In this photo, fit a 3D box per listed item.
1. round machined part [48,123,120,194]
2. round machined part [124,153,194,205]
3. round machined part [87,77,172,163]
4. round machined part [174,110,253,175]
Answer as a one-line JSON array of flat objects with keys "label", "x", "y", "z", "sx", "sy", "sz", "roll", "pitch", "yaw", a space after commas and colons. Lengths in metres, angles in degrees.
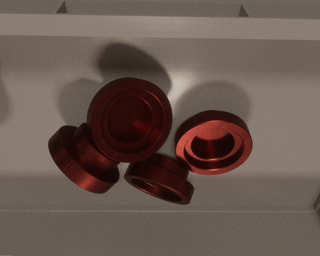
[{"label": "round machined part", "x": -0.086, "y": 0.031, "z": 0.390, "sx": 0.042, "sy": 0.098, "sz": 0.098, "roll": -44, "pitch": 120, "yaw": 10}, {"label": "round machined part", "x": 0.002, "y": 0.069, "z": 0.438, "sx": 0.098, "sy": 0.042, "sz": 0.098, "roll": 19, "pitch": 158, "yaw": 9}, {"label": "round machined part", "x": -0.038, "y": -0.012, "z": 0.368, "sx": 0.099, "sy": 0.042, "sz": 0.097, "roll": -8, "pitch": 107, "yaw": -26}, {"label": "round machined part", "x": 0.069, "y": 0.015, "z": 0.412, "sx": 0.099, "sy": 0.042, "sz": 0.097, "roll": -1, "pitch": 130, "yaw": 0}]
